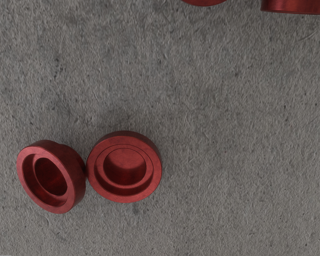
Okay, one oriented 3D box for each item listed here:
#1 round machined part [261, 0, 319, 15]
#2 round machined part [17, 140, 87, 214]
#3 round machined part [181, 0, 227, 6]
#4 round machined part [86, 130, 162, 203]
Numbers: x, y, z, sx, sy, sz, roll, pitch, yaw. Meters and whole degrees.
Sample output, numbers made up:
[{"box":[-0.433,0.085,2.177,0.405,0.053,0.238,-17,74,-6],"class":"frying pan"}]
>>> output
[{"box":[0.142,-0.141,0.320,0.099,0.098,0.042,3,110,-1],"class":"round machined part"},{"box":[-0.136,0.060,0.408,0.098,0.042,0.097,11,115,24],"class":"round machined part"},{"box":[0.048,-0.183,0.333,0.099,0.042,0.097,0,110,1],"class":"round machined part"},{"box":[-0.046,0.048,0.418,0.099,0.042,0.097,0,110,0],"class":"round machined part"}]
